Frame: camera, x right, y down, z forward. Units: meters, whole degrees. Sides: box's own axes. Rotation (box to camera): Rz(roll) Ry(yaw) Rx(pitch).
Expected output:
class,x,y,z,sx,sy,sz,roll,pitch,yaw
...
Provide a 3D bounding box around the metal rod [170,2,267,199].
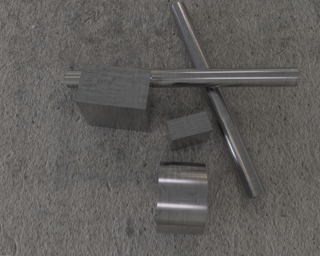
class,x,y,z,sx,sy,sz,roll,pitch,yaw
metal rod,0.073,-0.051,0.427,0.025,0.025,0.299,-17,71,-6

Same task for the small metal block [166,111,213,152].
class,x,y,z,sx,sy,sz,roll,pitch,yaw
small metal block,0.035,0.005,0.393,0.050,0.050,0.025,-15,71,-5

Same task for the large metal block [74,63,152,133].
class,x,y,z,sx,sy,sz,roll,pitch,yaw
large metal block,-0.053,-0.035,0.391,0.080,0.080,0.050,7,70,2

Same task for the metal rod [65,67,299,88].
class,x,y,z,sx,sy,sz,roll,pitch,yaw
metal rod,0.022,-0.066,0.411,0.301,0.025,0.025,1,70,8

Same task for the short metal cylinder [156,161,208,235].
class,x,y,z,sx,sy,sz,roll,pitch,yaw
short metal cylinder,0.023,0.078,0.351,0.050,0.080,0.080,3,70,1
